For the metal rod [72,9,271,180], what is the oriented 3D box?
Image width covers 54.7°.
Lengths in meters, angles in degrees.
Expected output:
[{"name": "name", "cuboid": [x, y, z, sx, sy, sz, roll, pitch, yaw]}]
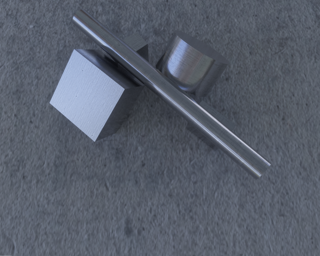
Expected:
[{"name": "metal rod", "cuboid": [0.004, -0.049, 0.374, 0.300, 0.025, 0.025, 41, 75, 13]}]

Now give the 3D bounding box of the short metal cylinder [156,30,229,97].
[{"name": "short metal cylinder", "cuboid": [0.042, -0.084, 0.405, 0.080, 0.080, 0.050, 37, 115, 12]}]

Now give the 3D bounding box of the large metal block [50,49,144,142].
[{"name": "large metal block", "cuboid": [-0.080, -0.043, 0.392, 0.080, 0.050, 0.080, 39, 115, 12]}]

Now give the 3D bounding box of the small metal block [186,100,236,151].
[{"name": "small metal block", "cuboid": [0.063, -0.002, 0.394, 0.050, 0.050, 0.025, 39, 75, 12]}]

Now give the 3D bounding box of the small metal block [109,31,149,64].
[{"name": "small metal block", "cuboid": [-0.044, -0.098, 0.432, 0.050, 0.050, 0.025, -37, 75, -13]}]
